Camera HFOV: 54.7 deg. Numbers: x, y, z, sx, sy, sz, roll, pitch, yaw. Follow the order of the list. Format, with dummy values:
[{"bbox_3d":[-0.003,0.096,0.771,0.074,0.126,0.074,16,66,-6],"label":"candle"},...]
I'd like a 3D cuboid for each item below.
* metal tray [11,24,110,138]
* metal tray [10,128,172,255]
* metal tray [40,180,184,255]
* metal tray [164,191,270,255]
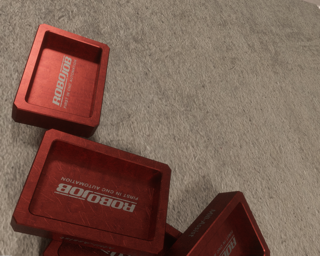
[{"bbox_3d":[-0.114,-0.059,0.375,0.091,0.030,0.130,14,56,-21],"label":"metal tray"},{"bbox_3d":[-0.057,0.063,0.293,0.131,0.030,0.090,19,54,-17],"label":"metal tray"},{"bbox_3d":[-0.037,0.123,0.306,0.130,0.030,0.090,35,51,-6],"label":"metal tray"},{"bbox_3d":[0.064,0.137,0.324,0.131,0.030,0.090,-32,99,-45],"label":"metal tray"}]
